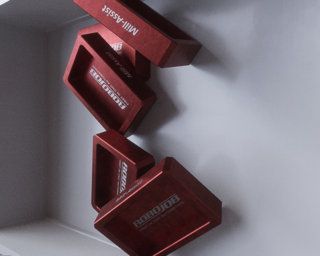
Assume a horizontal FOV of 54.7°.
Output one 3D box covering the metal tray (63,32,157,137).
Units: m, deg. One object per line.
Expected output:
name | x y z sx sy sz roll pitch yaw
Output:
metal tray | -0.073 -0.055 0.428 0.130 0.030 0.089 47 133 11

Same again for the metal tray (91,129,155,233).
metal tray | -0.055 0.078 0.425 0.090 0.030 0.129 30 126 35

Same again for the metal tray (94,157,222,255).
metal tray | -0.004 0.103 0.366 0.090 0.030 0.130 43 117 -12

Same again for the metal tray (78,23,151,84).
metal tray | -0.072 -0.111 0.464 0.130 0.030 0.089 0 90 40

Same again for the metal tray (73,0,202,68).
metal tray | -0.022 -0.120 0.358 0.130 0.090 0.030 39 116 12
